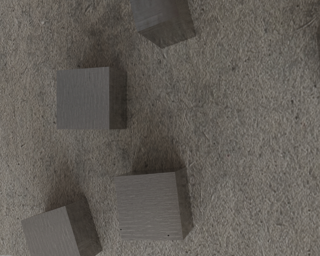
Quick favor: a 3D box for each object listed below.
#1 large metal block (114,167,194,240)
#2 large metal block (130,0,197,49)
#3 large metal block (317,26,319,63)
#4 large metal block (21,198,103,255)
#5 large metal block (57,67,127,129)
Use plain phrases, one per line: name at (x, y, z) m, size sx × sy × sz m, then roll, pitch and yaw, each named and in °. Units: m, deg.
large metal block at (-0.007, 0.096, 0.398) m, size 0.080 × 0.050 × 0.080 m, roll -8°, pitch 88°, yaw 20°
large metal block at (0.002, -0.152, 0.379) m, size 0.050 × 0.080 × 0.080 m, roll -15°, pitch 85°, yaw 19°
large metal block at (0.214, -0.074, 0.320) m, size 0.080 × 0.050 × 0.080 m, roll -7°, pitch 88°, yaw 20°
large metal block at (-0.141, 0.155, 0.445) m, size 0.080 × 0.050 × 0.080 m, roll -21°, pitch 83°, yaw 18°
large metal block at (-0.093, -0.038, 0.429) m, size 0.080 × 0.050 × 0.080 m, roll 0°, pitch 90°, yaw 20°
